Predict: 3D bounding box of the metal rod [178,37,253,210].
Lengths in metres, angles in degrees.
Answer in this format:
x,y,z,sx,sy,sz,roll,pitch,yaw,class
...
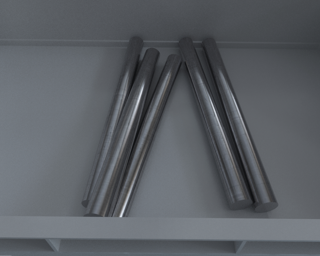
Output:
x,y,z,sx,sy,sz,roll,pitch,yaw,class
0.066,-0.030,0.431,0.025,0.025,0.300,-6,50,-6,metal rod

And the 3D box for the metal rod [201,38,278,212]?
x,y,z,sx,sy,sz,roll,pitch,yaw,class
0.099,-0.028,0.430,0.025,0.025,0.300,-5,50,-4,metal rod

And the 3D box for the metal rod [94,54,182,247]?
x,y,z,sx,sy,sz,roll,pitch,yaw,class
-0.015,0.003,0.402,0.025,0.025,0.300,12,51,9,metal rod

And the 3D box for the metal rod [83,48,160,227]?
x,y,z,sx,sy,sz,roll,pitch,yaw,class
-0.036,-0.016,0.400,0.025,0.025,0.300,8,45,6,metal rod

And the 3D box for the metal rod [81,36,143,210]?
x,y,z,sx,sy,sz,roll,pitch,yaw,class
-0.056,-0.031,0.430,0.025,0.025,0.300,5,50,4,metal rod
